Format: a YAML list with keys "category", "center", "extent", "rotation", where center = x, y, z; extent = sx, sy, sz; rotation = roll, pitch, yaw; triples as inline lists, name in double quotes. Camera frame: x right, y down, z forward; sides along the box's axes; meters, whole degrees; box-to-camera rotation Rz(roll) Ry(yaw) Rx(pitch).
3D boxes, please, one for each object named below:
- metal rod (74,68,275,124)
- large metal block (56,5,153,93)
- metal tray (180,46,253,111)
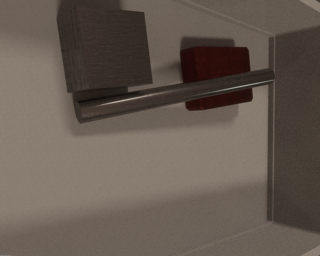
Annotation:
- category: "metal rod"
  center: [0.040, -0.049, 0.408]
  extent: [0.303, 0.025, 0.025]
  rotation: [-14, 99, -29]
- category: "large metal block"
  center: [-0.059, -0.084, 0.342]
  extent: [0.081, 0.050, 0.079]
  rotation: [-12, 98, -40]
- category: "metal tray"
  center: [0.092, -0.079, 0.483]
  extent: [0.131, 0.030, 0.089]
  rotation: [-12, 98, -40]
